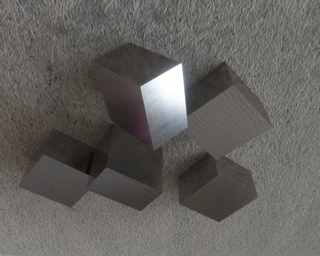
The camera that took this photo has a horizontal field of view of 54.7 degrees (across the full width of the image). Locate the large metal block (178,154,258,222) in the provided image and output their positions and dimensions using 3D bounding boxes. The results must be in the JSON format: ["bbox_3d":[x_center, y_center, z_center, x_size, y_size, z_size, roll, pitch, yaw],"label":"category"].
[{"bbox_3d":[0.085,0.089,0.467,0.080,0.050,0.080,30,124,-23],"label":"large metal block"}]

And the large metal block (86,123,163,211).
[{"bbox_3d":[-0.044,0.052,0.415,0.080,0.080,0.050,29,124,-22],"label":"large metal block"}]

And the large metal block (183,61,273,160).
[{"bbox_3d":[0.074,-0.018,0.376,0.080,0.050,0.080,-35,122,26],"label":"large metal block"}]

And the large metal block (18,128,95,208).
[{"bbox_3d":[-0.138,0.059,0.440,0.080,0.050,0.080,31,124,-24],"label":"large metal block"}]

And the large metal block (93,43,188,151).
[{"bbox_3d":[-0.019,-0.035,0.332,0.050,0.080,0.080,-34,136,-26],"label":"large metal block"}]
